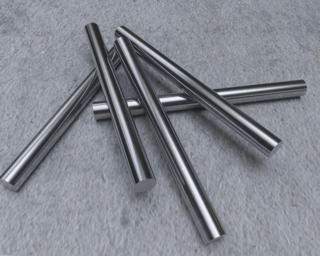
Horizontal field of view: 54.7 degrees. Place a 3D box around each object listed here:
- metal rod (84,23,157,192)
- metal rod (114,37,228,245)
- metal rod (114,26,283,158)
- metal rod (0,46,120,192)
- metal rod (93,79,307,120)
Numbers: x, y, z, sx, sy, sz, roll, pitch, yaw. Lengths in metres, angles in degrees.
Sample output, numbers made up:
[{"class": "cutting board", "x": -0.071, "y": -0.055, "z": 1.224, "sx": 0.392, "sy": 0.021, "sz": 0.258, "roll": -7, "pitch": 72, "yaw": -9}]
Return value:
[{"class": "metal rod", "x": -0.063, "y": -0.050, "z": 0.410, "sx": 0.025, "sy": 0.025, "sz": 0.299, "roll": -14, "pitch": 52, "yaw": -12}, {"class": "metal rod", "x": 0.000, "y": -0.006, "z": 0.383, "sx": 0.025, "sy": 0.025, "sz": 0.299, "roll": -17, "pitch": 60, "yaw": -14}, {"class": "metal rod", "x": 0.034, "y": -0.064, "z": 0.423, "sx": 0.025, "sy": 0.025, "sz": 0.300, "roll": -33, "pitch": 58, "yaw": -25}, {"class": "metal rod", "x": -0.113, "y": -0.042, "z": 0.436, "sx": 0.025, "sy": 0.025, "sz": 0.301, "roll": 18, "pitch": 52, "yaw": 14}, {"class": "metal rod", "x": 0.060, "y": -0.041, "z": 0.438, "sx": 0.302, "sy": 0.025, "sz": 0.025, "roll": -7, "pitch": 51, "yaw": -7}]
